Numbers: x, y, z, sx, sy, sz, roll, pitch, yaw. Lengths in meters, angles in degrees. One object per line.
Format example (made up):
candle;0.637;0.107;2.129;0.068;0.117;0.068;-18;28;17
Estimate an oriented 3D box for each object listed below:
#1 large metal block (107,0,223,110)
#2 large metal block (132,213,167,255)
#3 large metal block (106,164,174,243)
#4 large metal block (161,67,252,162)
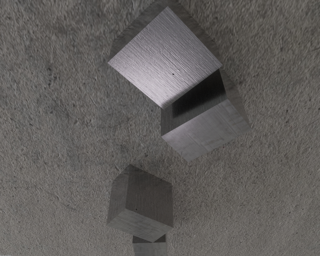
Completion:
large metal block;0.005;-0.079;0.323;0.080;0.050;0.080;-36;122;26
large metal block;-0.014;0.177;0.522;0.050;0.080;0.079;-2;130;2
large metal block;-0.028;0.113;0.467;0.080;0.080;0.050;29;124;-23
large metal block;0.048;-0.020;0.354;0.080;0.080;0.050;-30;124;23
